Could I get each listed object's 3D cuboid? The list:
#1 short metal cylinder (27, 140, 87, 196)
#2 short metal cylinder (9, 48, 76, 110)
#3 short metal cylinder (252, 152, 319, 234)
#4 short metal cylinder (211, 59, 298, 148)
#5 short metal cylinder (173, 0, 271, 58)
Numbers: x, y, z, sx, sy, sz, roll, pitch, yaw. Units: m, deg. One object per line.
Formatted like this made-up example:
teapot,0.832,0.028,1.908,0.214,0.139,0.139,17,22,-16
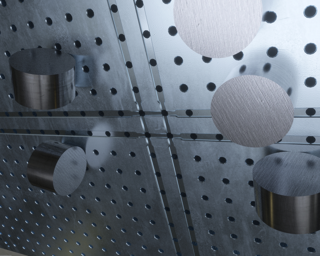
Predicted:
short metal cylinder,-0.164,0.063,0.499,0.050,0.080,0.079,11,123,22
short metal cylinder,-0.155,-0.067,0.413,0.080,0.080,0.050,22,127,14
short metal cylinder,0.145,0.068,0.341,0.080,0.080,0.050,2,119,27
short metal cylinder,0.100,-0.026,0.326,0.080,0.050,0.079,13,124,20
short metal cylinder,0.059,-0.113,0.293,0.080,0.050,0.079,13,124,20
